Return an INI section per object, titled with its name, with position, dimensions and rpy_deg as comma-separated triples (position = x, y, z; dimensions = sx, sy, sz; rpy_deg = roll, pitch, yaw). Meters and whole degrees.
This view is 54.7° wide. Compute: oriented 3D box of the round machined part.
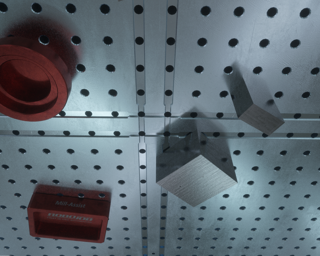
[round machined part]
position = -0.149, -0.057, 0.349
dimensions = 0.099, 0.042, 0.097
rpy_deg = -1, 130, 0

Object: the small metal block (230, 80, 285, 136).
[small metal block]
position = 0.117, -0.025, 0.376
dimensions = 0.050, 0.050, 0.025
rpy_deg = 26, 125, -21

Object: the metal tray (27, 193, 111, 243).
[metal tray]
position = -0.158, 0.160, 0.542
dimensions = 0.131, 0.030, 0.089
rpy_deg = 9, 130, -8

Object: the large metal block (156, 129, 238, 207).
[large metal block]
position = 0.051, 0.060, 0.448
dimensions = 0.080, 0.050, 0.080
rpy_deg = -37, 122, 27
